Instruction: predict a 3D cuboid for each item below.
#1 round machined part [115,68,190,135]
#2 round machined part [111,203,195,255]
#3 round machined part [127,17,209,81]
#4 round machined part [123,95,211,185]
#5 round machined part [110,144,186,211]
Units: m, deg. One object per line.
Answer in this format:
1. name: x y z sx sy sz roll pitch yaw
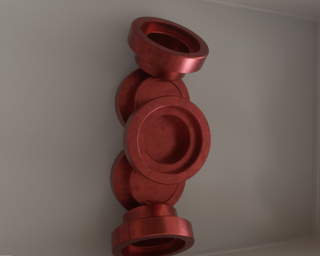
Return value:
1. round machined part: -0.005 -0.032 0.398 0.099 0.042 0.097 0 90 -21
2. round machined part: -0.010 0.126 0.378 0.099 0.097 0.042 7 50 -20
3. round machined part: 0.007 -0.095 0.384 0.099 0.098 0.042 8 130 -20
4. round machined part: 0.005 0.013 0.357 0.099 0.042 0.097 0 90 -21
5. round machined part: -0.011 0.065 0.396 0.099 0.042 0.097 0 90 -21
